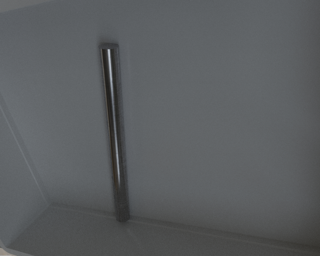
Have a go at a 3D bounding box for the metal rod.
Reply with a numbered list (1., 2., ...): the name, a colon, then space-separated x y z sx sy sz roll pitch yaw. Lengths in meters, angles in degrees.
1. metal rod: -0.064 0.027 0.456 0.025 0.025 0.298 13 124 20
